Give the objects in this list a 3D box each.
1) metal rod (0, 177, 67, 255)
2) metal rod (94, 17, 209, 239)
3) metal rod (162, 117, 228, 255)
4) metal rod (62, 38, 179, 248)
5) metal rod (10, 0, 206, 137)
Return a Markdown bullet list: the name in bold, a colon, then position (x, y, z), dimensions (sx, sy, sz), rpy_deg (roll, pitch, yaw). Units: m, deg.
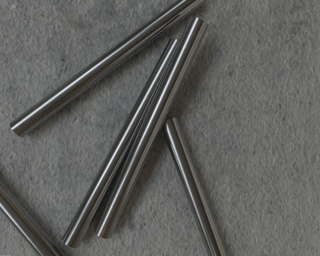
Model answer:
- **metal rod**: position (-0.194, 0.105, 0.407), dimensions (0.025, 0.025, 0.300), rpy_deg (-40, 91, 0)
- **metal rod**: position (-0.014, 0.004, 0.395), dimensions (0.025, 0.025, 0.298), rpy_deg (25, 95, -1)
- **metal rod**: position (0.062, 0.129, 0.410), dimensions (0.025, 0.025, 0.299), rpy_deg (-20, 90, 0)
- **metal rod**: position (-0.047, 0.019, 0.409), dimensions (0.025, 0.025, 0.299), rpy_deg (28, 90, -1)
- **metal rod**: position (-0.067, -0.087, 0.409), dimensions (0.301, 0.025, 0.025), rpy_deg (-37, 90, -1)
